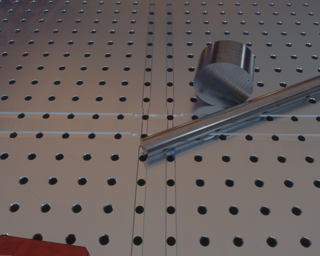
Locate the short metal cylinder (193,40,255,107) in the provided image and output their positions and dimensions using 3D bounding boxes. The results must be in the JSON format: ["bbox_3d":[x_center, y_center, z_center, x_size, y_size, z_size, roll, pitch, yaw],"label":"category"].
[{"bbox_3d":[0.091,-0.075,0.436,0.080,0.080,0.050,10,51,8],"label":"short metal cylinder"}]

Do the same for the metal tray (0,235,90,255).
[{"bbox_3d":[-0.120,0.166,0.264,0.090,0.030,0.130,6,50,5],"label":"metal tray"}]

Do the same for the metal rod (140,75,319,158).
[{"bbox_3d":[0.117,-0.023,0.427,0.302,0.025,0.025,-19,53,-16],"label":"metal rod"}]
